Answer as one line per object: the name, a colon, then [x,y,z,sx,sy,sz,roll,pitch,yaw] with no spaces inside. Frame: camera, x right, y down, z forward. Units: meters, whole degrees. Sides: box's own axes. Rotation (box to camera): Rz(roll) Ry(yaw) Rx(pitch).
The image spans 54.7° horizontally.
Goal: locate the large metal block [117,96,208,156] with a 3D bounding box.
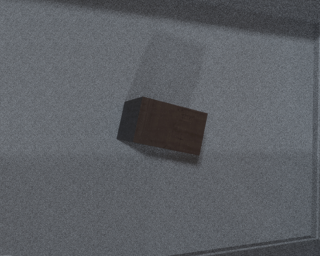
large metal block: [-0.001,-0.001,0.380,0.081,0.080,0.050,13,86,-20]
